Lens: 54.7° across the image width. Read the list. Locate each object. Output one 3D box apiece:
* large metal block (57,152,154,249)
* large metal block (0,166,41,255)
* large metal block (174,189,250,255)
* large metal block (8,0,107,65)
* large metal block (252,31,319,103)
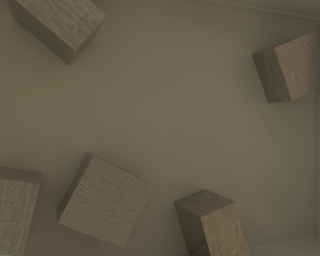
[{"bbox_3d":[-0.067,0.084,0.373,0.080,0.050,0.080,29,80,-18],"label":"large metal block"},{"bbox_3d":[-0.160,0.087,0.322,0.050,0.080,0.080,13,86,-20],"label":"large metal block"},{"bbox_3d":[0.066,0.134,0.406,0.050,0.080,0.080,-17,96,-19],"label":"large metal block"},{"bbox_3d":[-0.113,-0.121,0.339,0.080,0.080,0.050,41,77,-16],"label":"large metal block"},{"bbox_3d":[0.199,-0.091,0.470,0.081,0.050,0.080,-24,98,-18],"label":"large metal block"}]
